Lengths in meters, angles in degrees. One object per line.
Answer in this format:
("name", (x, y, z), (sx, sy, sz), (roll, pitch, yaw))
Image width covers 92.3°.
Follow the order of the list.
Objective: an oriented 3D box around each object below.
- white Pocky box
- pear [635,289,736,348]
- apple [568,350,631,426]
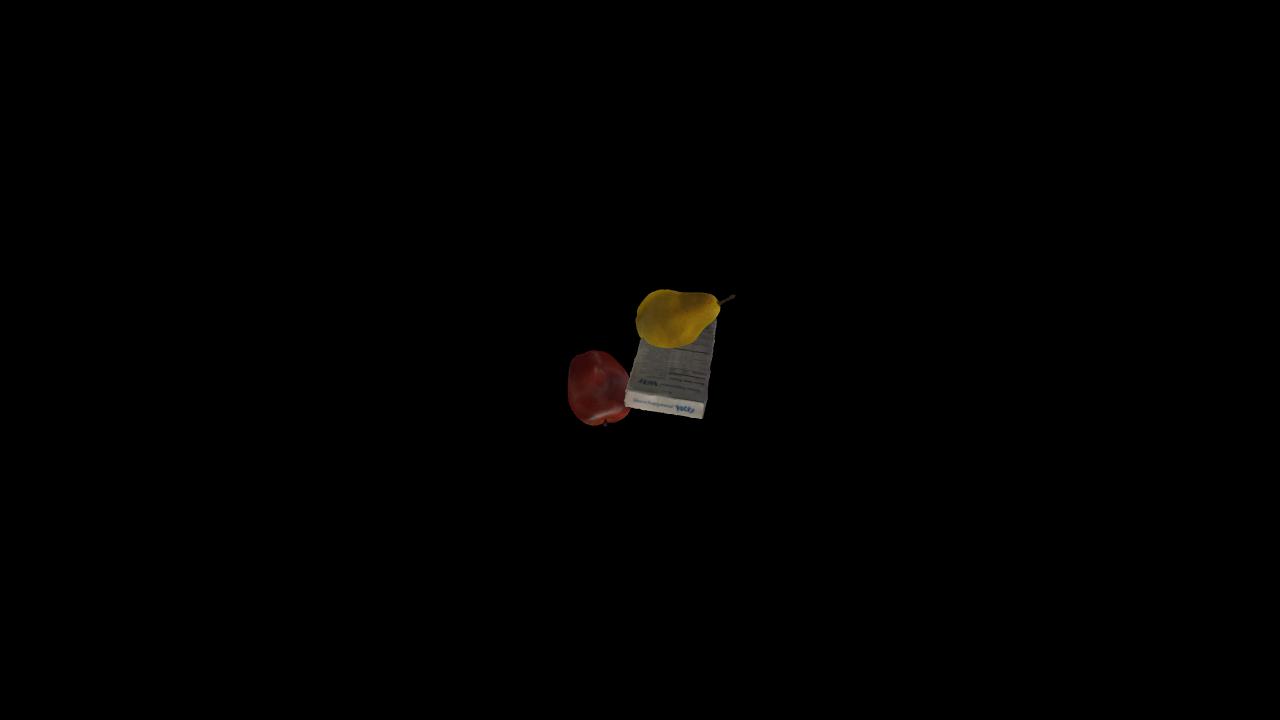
("white Pocky box", (0.038, -0.001, 0.679), (0.084, 0.028, 0.154), (8, 39, 6))
("pear", (0.051, -0.049, 0.683), (0.111, 0.080, 0.080), (-20, -12, 36))
("apple", (-0.049, 0.035, 0.733), (0.079, 0.093, 0.079), (-14, -20, -5))
